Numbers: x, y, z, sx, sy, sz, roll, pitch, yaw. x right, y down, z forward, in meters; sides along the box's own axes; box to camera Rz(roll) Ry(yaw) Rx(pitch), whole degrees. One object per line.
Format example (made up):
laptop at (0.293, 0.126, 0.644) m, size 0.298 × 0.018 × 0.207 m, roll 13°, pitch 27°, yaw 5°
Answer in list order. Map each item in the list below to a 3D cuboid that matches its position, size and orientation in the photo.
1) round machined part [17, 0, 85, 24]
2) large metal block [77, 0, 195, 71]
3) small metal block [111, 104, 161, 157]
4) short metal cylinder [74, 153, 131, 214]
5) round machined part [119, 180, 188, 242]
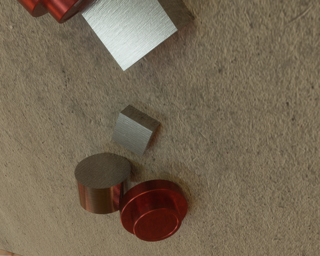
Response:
round machined part at (-0.093, -0.146, 0.318) m, size 0.098 × 0.098 × 0.042 m, roll -28°, pitch 112°, yaw 37°
large metal block at (-0.025, -0.121, 0.328) m, size 0.080 × 0.050 × 0.080 m, roll -28°, pitch 103°, yaw 37°
small metal block at (-0.034, 0.004, 0.426) m, size 0.050 × 0.025 × 0.050 m, roll 30°, pitch 128°, yaw 8°
short metal cylinder at (-0.084, 0.081, 0.464) m, size 0.080 × 0.080 × 0.050 m, roll 15°, pitch 124°, yaw 19°
round machined part at (-0.007, 0.124, 0.443) m, size 0.099 × 0.042 × 0.097 m, roll -7°, pitch 124°, yaw -11°
